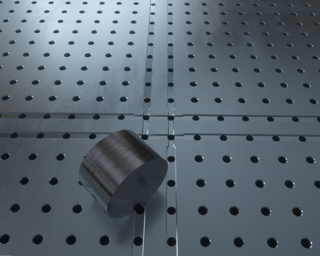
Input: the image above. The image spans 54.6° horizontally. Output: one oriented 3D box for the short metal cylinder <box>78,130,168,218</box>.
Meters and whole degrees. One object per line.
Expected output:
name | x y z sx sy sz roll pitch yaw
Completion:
short metal cylinder | -0.038 0.049 0.331 0.080 0.080 0.050 -35 58 -25
